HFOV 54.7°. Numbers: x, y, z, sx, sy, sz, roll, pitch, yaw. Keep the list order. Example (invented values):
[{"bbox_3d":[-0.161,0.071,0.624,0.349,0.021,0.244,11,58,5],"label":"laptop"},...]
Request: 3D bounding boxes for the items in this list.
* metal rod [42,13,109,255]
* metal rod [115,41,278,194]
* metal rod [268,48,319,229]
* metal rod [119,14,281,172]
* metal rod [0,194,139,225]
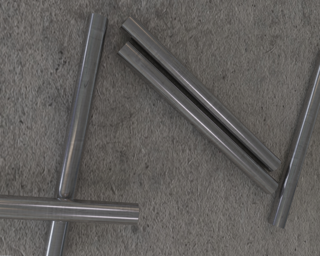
[{"bbox_3d":[-0.101,0.012,0.371,0.025,0.025,0.298,11,86,-20],"label":"metal rod"},{"bbox_3d":[0.060,-0.005,0.431,0.300,0.025,0.025,41,77,-16],"label":"metal rod"},{"bbox_3d":[0.227,0.010,0.492,0.025,0.025,0.299,22,83,-19],"label":"metal rod"},{"bbox_3d":[0.065,-0.039,0.432,0.300,0.025,0.025,41,77,-15],"label":"metal rod"},{"bbox_3d":[-0.173,0.082,0.326,0.302,0.025,0.025,7,88,-13],"label":"metal rod"}]
